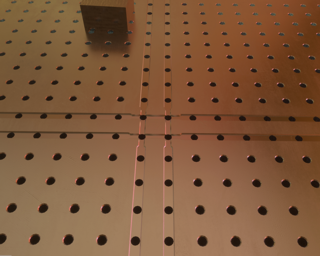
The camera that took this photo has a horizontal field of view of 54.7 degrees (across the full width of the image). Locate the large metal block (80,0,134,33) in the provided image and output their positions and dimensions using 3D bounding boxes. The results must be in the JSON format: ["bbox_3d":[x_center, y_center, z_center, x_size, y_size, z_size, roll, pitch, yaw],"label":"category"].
[{"bbox_3d":[-0.095,-0.225,0.579,0.080,0.050,0.080,4,50,3],"label":"large metal block"}]
